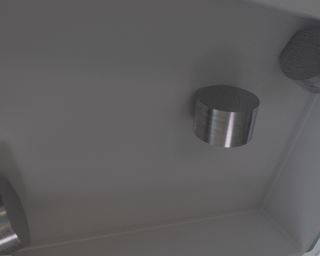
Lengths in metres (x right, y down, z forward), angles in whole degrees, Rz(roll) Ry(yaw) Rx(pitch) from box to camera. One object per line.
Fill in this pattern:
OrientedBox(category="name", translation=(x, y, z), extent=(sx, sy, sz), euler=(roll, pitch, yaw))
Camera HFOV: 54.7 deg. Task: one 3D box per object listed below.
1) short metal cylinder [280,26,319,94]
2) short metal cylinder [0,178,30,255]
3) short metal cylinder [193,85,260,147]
OrientedBox(category="short metal cylinder", translation=(0.219, -0.094, 0.434), extent=(0.050, 0.080, 0.080), euler=(22, 107, -36))
OrientedBox(category="short metal cylinder", translation=(-0.182, 0.101, 0.336), extent=(0.050, 0.080, 0.080), euler=(-21, 127, -16))
OrientedBox(category="short metal cylinder", translation=(0.086, -0.018, 0.409), extent=(0.081, 0.080, 0.050), euler=(-12, 124, -22))
